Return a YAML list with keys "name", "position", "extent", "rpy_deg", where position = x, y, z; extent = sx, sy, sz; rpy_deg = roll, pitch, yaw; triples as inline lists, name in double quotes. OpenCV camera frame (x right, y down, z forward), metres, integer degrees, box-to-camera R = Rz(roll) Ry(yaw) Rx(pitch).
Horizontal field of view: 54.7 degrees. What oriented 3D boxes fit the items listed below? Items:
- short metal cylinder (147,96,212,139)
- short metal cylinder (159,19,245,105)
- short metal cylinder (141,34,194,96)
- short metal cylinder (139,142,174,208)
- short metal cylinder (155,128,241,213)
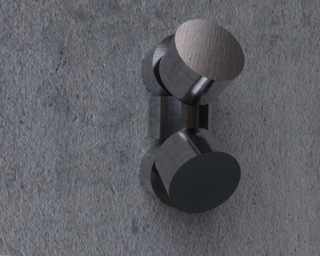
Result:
- name: "short metal cylinder"
  position: [0.025, -0.011, 0.391]
  extent: [0.081, 0.080, 0.050]
  rpy_deg: [2, 90, -20]
- name: "short metal cylinder"
  position: [0.045, -0.072, 0.344]
  extent: [0.081, 0.050, 0.080]
  rpy_deg: [9, 62, -17]
- name: "short metal cylinder"
  position: [0.021, -0.077, 0.405]
  extent: [0.081, 0.050, 0.080]
  rpy_deg: [0, 90, -20]
- name: "short metal cylinder"
  position: [0.018, 0.058, 0.404]
  extent: [0.081, 0.050, 0.080]
  rpy_deg: [0, 90, -20]
- name: "short metal cylinder"
  position: [0.040, 0.046, 0.341]
  extent: [0.081, 0.050, 0.079]
  rpy_deg: [-8, 120, -14]
